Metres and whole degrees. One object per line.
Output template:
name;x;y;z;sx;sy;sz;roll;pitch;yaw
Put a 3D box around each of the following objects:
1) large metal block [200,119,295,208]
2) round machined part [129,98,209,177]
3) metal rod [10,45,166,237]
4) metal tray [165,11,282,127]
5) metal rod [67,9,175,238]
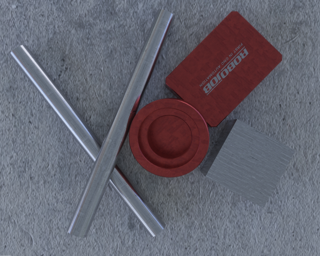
large metal block;0.109;0.043;0.399;0.080;0.050;0.080;29;90;-1
round machined part;0.013;0.010;0.395;0.099;0.042;0.097;1;99;8
metal rod;-0.094;0.017;0.408;0.025;0.025;0.300;-38;90;0
metal tray;0.082;-0.075;0.409;0.090;0.030;0.130;44;90;-1
metal rod;-0.046;-0.012;0.391;0.025;0.025;0.299;21;83;-1
